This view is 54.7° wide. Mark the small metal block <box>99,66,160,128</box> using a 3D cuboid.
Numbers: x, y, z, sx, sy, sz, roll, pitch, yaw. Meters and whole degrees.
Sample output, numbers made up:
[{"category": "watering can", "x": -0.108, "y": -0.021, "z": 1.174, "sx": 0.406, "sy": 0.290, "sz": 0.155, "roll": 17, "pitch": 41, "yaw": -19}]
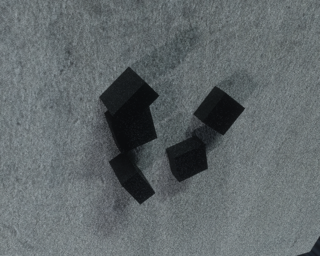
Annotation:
[{"category": "small metal block", "x": -0.036, "y": -0.036, "z": 0.350, "sx": 0.050, "sy": 0.050, "sz": 0.025, "roll": -45, "pitch": 130, "yaw": 3}]

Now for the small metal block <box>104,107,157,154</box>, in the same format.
[{"category": "small metal block", "x": -0.036, "y": -0.003, "z": 0.387, "sx": 0.050, "sy": 0.025, "sz": 0.050, "roll": -24, "pitch": 128, "yaw": -14}]

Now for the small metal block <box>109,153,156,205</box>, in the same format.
[{"category": "small metal block", "x": -0.037, "y": 0.066, "z": 0.413, "sx": 0.025, "sy": 0.050, "sz": 0.050, "roll": -37, "pitch": 130, "yaw": -4}]

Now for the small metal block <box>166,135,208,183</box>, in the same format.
[{"category": "small metal block", "x": 0.041, "y": 0.046, "z": 0.460, "sx": 0.050, "sy": 0.025, "sz": 0.050, "roll": -23, "pitch": 127, "yaw": -15}]

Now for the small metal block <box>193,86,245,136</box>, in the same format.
[{"category": "small metal block", "x": 0.085, "y": -0.024, "z": 0.440, "sx": 0.050, "sy": 0.025, "sz": 0.050, "roll": 29, "pitch": 102, "yaw": -38}]
